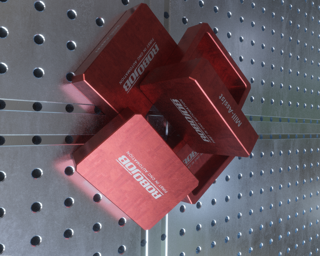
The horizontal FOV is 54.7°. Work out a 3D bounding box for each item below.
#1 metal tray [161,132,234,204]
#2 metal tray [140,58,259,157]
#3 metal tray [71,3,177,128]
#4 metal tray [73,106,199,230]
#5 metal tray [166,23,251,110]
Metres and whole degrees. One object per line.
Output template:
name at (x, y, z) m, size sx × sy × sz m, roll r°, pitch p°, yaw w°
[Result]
metal tray at (0.059, 0.035, 0.456) m, size 0.131 × 0.030 × 0.090 m, roll -41°, pitch 115°, yaw -32°
metal tray at (0.047, -0.019, 0.368) m, size 0.130 × 0.090 × 0.030 m, roll 48°, pitch 61°, yaw -30°
metal tray at (-0.033, -0.075, 0.379) m, size 0.090 × 0.030 × 0.130 m, roll 47°, pitch 62°, yaw -30°
metal tray at (-0.024, 0.050, 0.363) m, size 0.090 × 0.030 × 0.130 m, roll -42°, pitch 119°, yaw -4°
metal tray at (0.069, -0.065, 0.426) m, size 0.130 × 0.030 × 0.090 m, roll 44°, pitch 64°, yaw -32°
